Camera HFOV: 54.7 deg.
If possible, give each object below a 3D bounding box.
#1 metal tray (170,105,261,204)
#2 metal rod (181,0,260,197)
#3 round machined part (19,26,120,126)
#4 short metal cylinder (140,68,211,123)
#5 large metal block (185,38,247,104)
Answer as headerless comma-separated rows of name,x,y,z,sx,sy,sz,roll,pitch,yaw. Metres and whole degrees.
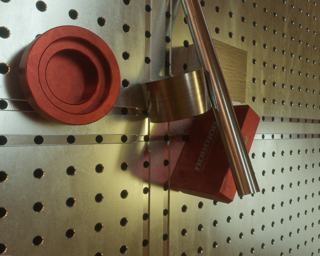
metal tray,0.076,0.032,0.430,0.030,0.090,0.130,38,67,-34
metal rod,0.070,-0.063,0.399,0.025,0.025,0.299,1,68,-40
round machined part,-0.094,-0.051,0.319,0.099,0.042,0.097,0,90,-40
short metal cylinder,0.020,-0.042,0.390,0.081,0.080,0.050,-23,105,-38
large metal block,0.084,-0.079,0.463,0.081,0.050,0.080,5,87,-40
